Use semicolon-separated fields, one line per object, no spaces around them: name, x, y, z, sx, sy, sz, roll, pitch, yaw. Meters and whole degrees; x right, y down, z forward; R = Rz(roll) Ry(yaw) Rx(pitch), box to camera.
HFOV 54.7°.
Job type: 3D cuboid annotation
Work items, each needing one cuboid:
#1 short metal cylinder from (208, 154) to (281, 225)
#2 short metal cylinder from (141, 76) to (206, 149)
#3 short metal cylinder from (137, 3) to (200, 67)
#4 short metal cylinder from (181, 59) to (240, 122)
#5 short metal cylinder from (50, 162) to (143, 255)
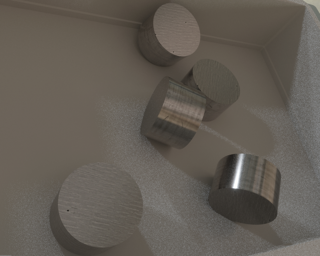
short metal cylinder;0.105;0.076;0.382;0.080;0.080;0.050;31;52;-9
short metal cylinder;0.015;-0.019;0.392;0.050;0.080;0.080;22;53;-15
short metal cylinder;0.013;-0.138;0.467;0.081;0.050;0.080;5;80;-29
short metal cylinder;0.072;-0.056;0.465;0.081;0.050;0.080;14;56;-21
short metal cylinder;-0.064;0.081;0.307;0.081;0.050;0.080;14;56;-21
